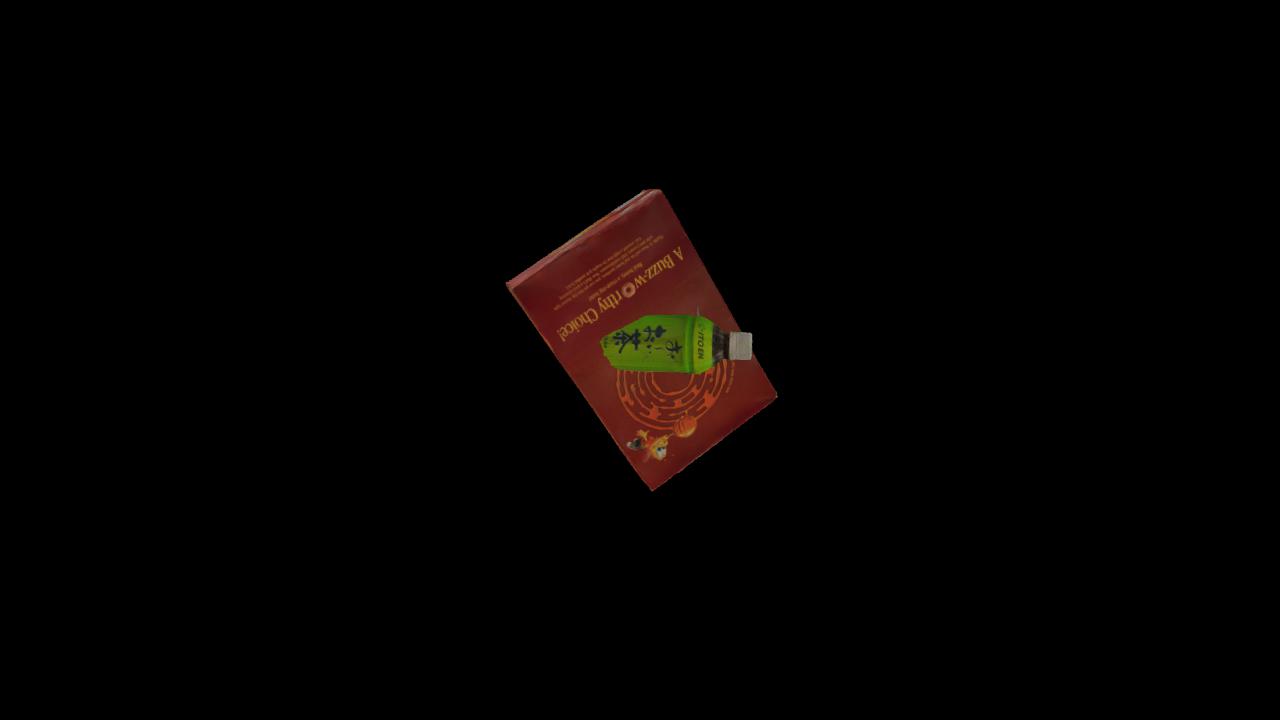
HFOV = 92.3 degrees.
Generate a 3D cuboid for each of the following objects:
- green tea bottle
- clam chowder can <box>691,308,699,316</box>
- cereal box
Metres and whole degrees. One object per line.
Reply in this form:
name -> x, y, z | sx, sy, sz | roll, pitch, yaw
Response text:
green tea bottle -> 0.021, -0.018, 0.705 | 0.212, 0.073, 0.073 | 3, 0, 10
clam chowder can -> 0.040, -0.019, 0.744 | 0.102, 0.068, 0.068 | -22, -8, 21
cereal box -> 0.010, -0.020, 0.742 | 0.203, 0.306, 0.081 | -36, 21, -7
